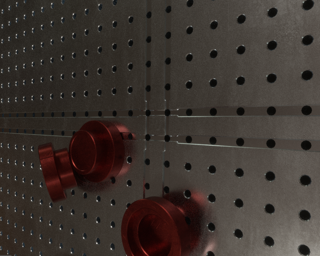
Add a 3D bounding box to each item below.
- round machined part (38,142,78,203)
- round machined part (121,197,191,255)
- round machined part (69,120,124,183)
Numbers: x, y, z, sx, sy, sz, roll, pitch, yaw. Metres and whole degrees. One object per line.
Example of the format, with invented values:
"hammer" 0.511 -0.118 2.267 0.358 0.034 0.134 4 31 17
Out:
"round machined part" -0.166 0.070 0.512 0.098 0.042 0.097 165 90 -74
"round machined part" -0.001 0.137 0.397 0.098 0.042 0.097 0 90 39
"round machined part" -0.105 0.037 0.482 0.098 0.042 0.097 0 90 39
